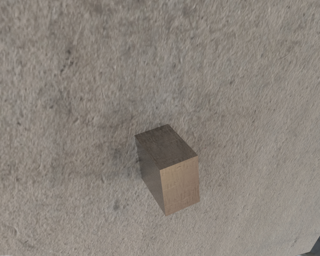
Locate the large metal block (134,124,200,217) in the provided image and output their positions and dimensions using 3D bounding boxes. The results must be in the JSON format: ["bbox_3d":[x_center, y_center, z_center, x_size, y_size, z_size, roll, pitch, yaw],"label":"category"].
[{"bbox_3d":[0.009,0.054,0.411,0.050,0.080,0.079,-19,126,-18],"label":"large metal block"}]
